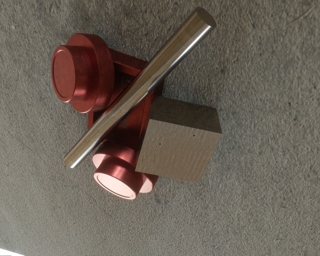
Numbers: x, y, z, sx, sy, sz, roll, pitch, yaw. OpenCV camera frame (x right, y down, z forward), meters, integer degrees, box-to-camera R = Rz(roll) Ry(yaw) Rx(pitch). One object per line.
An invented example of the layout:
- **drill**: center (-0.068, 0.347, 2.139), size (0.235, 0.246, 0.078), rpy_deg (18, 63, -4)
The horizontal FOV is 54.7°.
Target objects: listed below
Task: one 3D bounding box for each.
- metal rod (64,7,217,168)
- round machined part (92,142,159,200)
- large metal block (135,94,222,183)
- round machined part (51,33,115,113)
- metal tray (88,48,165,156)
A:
- **metal rod**: center (-0.046, -0.026, 0.378), size (0.025, 0.025, 0.299), rpy_deg (46, 129, -4)
- **round machined part**: center (-0.055, 0.067, 0.445), size (0.098, 0.042, 0.098), rpy_deg (20, 148, 14)
- **large metal block**: center (0.019, 0.014, 0.372), size (0.081, 0.050, 0.079), rpy_deg (12, 127, -8)
- **round machined part**: center (-0.101, -0.067, 0.383), size (0.098, 0.042, 0.097), rpy_deg (12, 106, 47)
- **metal tray**: center (-0.049, -0.030, 0.412), size (0.090, 0.030, 0.129), rpy_deg (22, 127, 14)
